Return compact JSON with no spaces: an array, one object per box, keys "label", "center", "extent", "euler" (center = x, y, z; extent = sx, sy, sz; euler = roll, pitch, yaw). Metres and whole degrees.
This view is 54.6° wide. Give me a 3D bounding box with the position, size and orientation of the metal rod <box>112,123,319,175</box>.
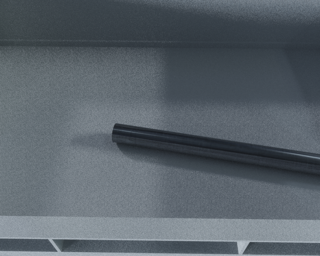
[{"label":"metal rod","center":[0.090,0.028,0.381],"extent":[0.301,0.025,0.025],"euler":[9,51,7]}]
